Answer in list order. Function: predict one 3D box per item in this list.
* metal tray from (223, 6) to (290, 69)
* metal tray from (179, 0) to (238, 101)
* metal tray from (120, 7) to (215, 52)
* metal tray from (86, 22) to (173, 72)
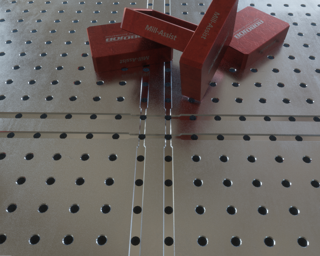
[{"bbox_3d":[0.151,-0.162,0.543,0.131,0.030,0.090,-36,59,-27],"label":"metal tray"},{"bbox_3d":[0.070,-0.114,0.440,0.030,0.090,0.130,23,70,16],"label":"metal tray"},{"bbox_3d":[0.019,-0.146,0.465,0.130,0.030,0.090,25,27,15],"label":"metal tray"},{"bbox_3d":[-0.052,-0.143,0.524,0.131,0.030,0.090,-11,51,-10],"label":"metal tray"}]
